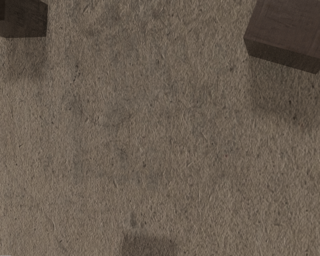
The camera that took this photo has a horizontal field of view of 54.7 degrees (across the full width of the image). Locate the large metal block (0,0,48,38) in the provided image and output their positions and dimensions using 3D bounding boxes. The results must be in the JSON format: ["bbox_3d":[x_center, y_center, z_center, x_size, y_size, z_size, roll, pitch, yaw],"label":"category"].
[{"bbox_3d":[-0.228,-0.170,0.458,0.080,0.080,0.050,4,92,19],"label":"large metal block"}]

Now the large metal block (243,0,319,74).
[{"bbox_3d":[0.140,-0.099,0.330,0.080,0.080,0.050,22,97,18],"label":"large metal block"}]
